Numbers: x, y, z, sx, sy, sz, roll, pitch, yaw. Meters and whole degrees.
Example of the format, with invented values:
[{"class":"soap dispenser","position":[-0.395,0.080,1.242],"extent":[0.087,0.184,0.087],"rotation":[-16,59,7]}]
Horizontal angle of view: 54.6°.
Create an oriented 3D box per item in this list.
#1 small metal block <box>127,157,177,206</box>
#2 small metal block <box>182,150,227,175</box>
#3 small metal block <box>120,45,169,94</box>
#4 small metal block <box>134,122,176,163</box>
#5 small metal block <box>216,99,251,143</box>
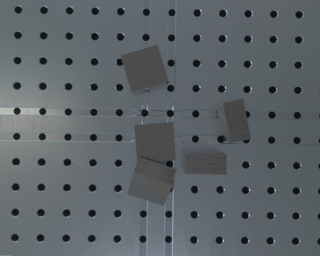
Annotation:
[{"class":"small metal block","position":[-0.011,0.070,0.400],"extent":[0.050,0.025,0.050],"rotation":[19,134,0]},{"class":"small metal block","position":[0.056,0.044,0.401],"extent":[0.050,0.050,0.025],"rotation":[2,90,0]},{"class":"small metal block","position":[-0.020,-0.077,0.413],"extent":[0.050,0.025,0.050],"rotation":[-17,90,0]},{"class":"small metal block","position":[-0.006,0.019,0.413],"extent":[0.050,0.025,0.050],"rotation":[-5,90,0]},{"class":"small metal block","position":[0.094,-0.009,0.401],"extent":[0.025,0.050,0.050],"rotation":[-11,90,0]}]
